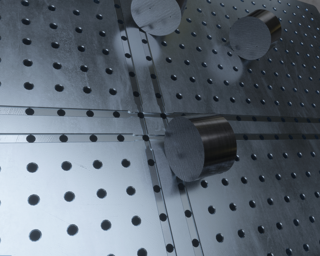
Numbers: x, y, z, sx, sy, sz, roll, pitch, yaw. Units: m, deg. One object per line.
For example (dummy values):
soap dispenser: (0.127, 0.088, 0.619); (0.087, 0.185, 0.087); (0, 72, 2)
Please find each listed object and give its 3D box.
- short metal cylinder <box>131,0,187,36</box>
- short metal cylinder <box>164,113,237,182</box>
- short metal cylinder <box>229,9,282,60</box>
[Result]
short metal cylinder: (0.000, -0.196, 0.494); (0.080, 0.080, 0.050); (26, 52, -12)
short metal cylinder: (0.048, 0.022, 0.387); (0.050, 0.080, 0.080); (-8, 66, -32)
short metal cylinder: (0.177, -0.174, 0.578); (0.080, 0.080, 0.050); (47, 51, 4)
